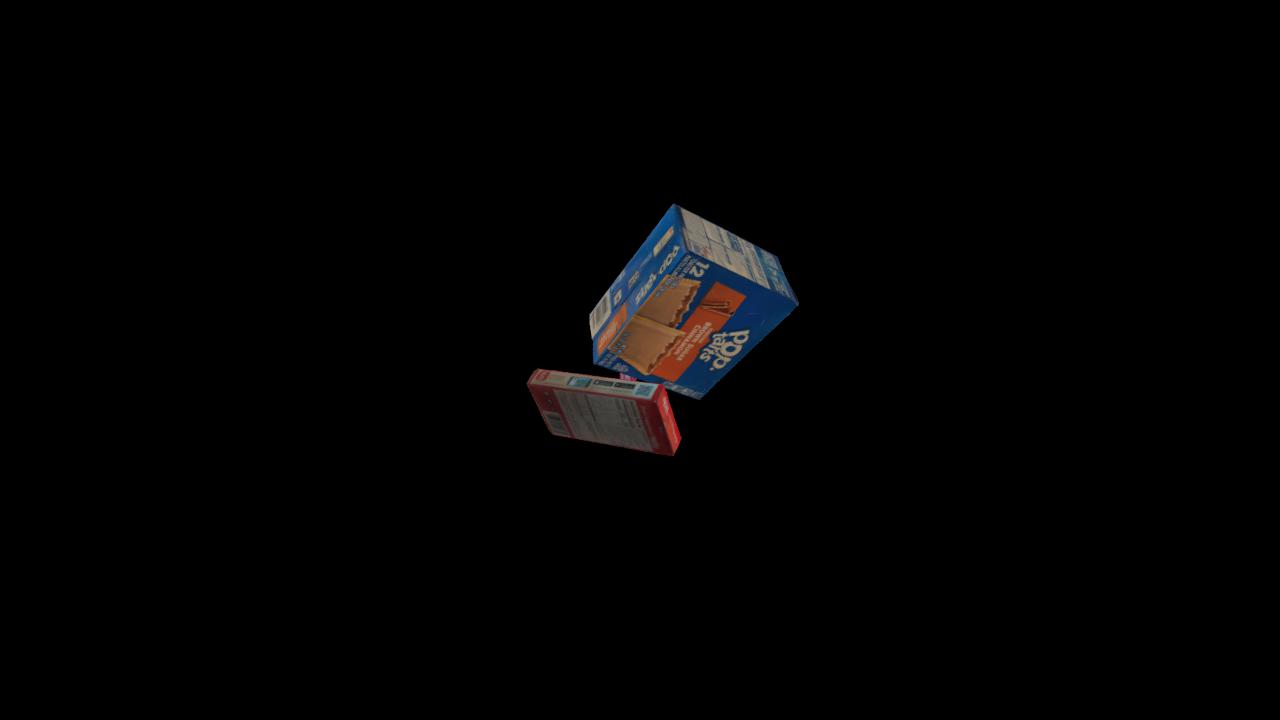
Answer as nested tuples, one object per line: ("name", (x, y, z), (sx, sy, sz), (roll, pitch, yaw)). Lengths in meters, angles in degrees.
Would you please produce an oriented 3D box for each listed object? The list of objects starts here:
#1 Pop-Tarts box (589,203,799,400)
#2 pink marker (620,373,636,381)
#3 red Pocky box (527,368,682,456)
("Pop-Tarts box", (0.049, -0.052, 0.640), (0.141, 0.083, 0.167), (20, -49, -28))
("pink marker", (-0.014, -0.007, 0.693), (0.020, 0.121, 0.020), (-1, -37, -1))
("red Pocky box", (-0.037, 0.053, 0.639), (0.155, 0.083, 0.028), (6, 44, 27))
